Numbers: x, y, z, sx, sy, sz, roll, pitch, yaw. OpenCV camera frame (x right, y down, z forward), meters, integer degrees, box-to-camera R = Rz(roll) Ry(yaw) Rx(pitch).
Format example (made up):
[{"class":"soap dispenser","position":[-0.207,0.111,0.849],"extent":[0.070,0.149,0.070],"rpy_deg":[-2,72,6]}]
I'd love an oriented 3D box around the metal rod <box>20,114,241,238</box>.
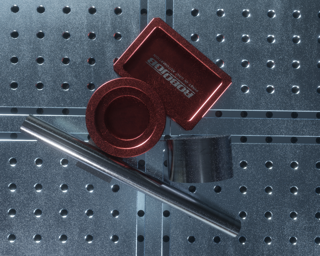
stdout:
[{"class":"metal rod","position":[-0.029,0.065,0.393],"extent":[0.301,0.025,0.025],"rpy_deg":[28,90,-9]}]

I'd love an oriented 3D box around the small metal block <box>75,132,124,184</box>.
[{"class":"small metal block","position":[-0.075,0.038,0.413],"extent":[0.050,0.025,0.050],"rpy_deg":[28,90,-1]}]

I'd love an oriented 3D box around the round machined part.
[{"class":"round machined part","position":[-0.041,-0.013,0.396],"extent":[0.099,0.042,0.097],"rpy_deg":[0,90,1]}]

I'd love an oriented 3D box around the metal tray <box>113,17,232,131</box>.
[{"class":"metal tray","position":[0.016,-0.069,0.410],"extent":[0.130,0.030,0.090],"rpy_deg":[40,89,0]}]

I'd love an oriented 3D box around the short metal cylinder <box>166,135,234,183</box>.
[{"class":"short metal cylinder","position":[0.049,0.036,0.385],"extent":[0.081,0.080,0.050],"rpy_deg":[-4,90,-1]}]
